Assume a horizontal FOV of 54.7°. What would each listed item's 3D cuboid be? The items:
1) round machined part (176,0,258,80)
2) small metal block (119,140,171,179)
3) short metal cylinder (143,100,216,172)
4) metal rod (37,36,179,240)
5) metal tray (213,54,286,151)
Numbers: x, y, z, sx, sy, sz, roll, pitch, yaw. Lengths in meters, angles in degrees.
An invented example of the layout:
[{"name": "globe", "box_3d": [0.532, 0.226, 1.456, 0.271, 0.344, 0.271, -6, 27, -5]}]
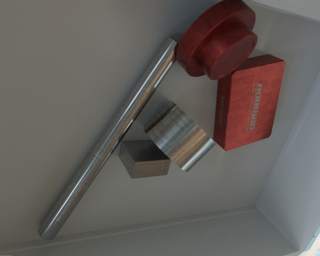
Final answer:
[{"name": "round machined part", "box_3d": [0.070, -0.092, 0.352, 0.098, 0.042, 0.098, -33, 161, -12]}, {"name": "small metal block", "box_3d": [-0.021, 0.039, 0.407, 0.050, 0.050, 0.025, -1, 119, -28]}, {"name": "short metal cylinder", "box_3d": [0.025, 0.010, 0.395, 0.050, 0.080, 0.080, -45, 130, 3]}, {"name": "metal rod", "box_3d": [-0.067, 0.021, 0.386, 0.025, 0.025, 0.299, 27, 103, -38]}, {"name": "metal tray", "box_3d": [0.129, -0.036, 0.456, 0.091, 0.030, 0.129, -15, 125, -20]}]
